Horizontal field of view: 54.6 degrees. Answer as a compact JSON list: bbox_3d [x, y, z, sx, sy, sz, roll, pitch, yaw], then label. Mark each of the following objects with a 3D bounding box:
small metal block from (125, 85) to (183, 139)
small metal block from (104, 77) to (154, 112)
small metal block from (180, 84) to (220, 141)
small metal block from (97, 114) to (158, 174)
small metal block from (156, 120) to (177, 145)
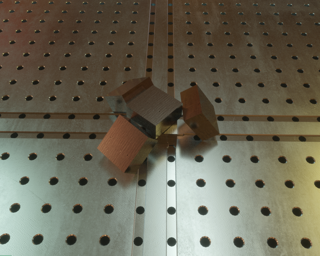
[{"bbox_3d":[-0.007,-0.021,0.393,0.050,0.025,0.050,34,57,25],"label":"small metal block"},{"bbox_3d":[-0.041,-0.046,0.431,0.050,0.025,0.050,-39,24,-28],"label":"small metal block"},{"bbox_3d":[0.052,-0.019,0.405,0.025,0.050,0.050,-24,46,23],"label":"small metal block"},{"bbox_3d":[-0.039,0.020,0.374,0.050,0.025,0.050,37,96,27],"label":"small metal block"},{"bbox_3d":[-0.003,-0.005,0.412,0.050,0.025,0.050,1,53,1],"label":"small metal block"}]
